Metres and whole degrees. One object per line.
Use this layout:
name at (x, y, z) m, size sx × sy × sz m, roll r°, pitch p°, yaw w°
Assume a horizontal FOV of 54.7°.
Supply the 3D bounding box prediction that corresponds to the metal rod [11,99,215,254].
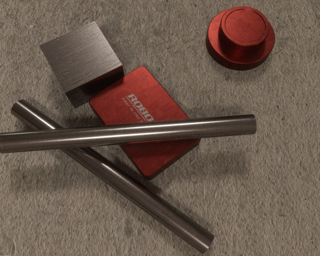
metal rod at (-0.067, 0.054, 0.387) m, size 0.301 × 0.025 × 0.025 m, roll 34°, pitch 73°, yaw 11°

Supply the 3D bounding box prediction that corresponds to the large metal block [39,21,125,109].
large metal block at (-0.103, -0.086, 0.425) m, size 0.080 × 0.050 × 0.080 m, roll -29°, pitch 73°, yaw -10°

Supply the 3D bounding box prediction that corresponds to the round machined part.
round machined part at (0.119, -0.137, 0.451) m, size 0.099 × 0.042 × 0.098 m, roll 0°, pitch 70°, yaw -1°

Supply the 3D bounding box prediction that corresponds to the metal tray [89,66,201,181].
metal tray at (-0.020, -0.008, 0.408) m, size 0.090 × 0.030 × 0.130 m, roll -36°, pitch 74°, yaw -13°

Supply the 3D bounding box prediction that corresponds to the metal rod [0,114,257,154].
metal rod at (-0.037, 0.007, 0.372) m, size 0.302 × 0.025 × 0.025 m, roll -4°, pitch 70°, yaw -2°
